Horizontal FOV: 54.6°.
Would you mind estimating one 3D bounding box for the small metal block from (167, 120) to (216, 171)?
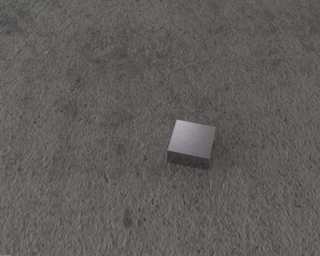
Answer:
[{"bbox_3d":[0.040,0.021,0.386,0.050,0.025,0.050,11,51,9],"label":"small metal block"}]
